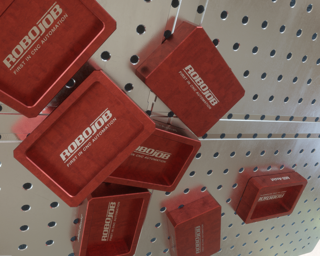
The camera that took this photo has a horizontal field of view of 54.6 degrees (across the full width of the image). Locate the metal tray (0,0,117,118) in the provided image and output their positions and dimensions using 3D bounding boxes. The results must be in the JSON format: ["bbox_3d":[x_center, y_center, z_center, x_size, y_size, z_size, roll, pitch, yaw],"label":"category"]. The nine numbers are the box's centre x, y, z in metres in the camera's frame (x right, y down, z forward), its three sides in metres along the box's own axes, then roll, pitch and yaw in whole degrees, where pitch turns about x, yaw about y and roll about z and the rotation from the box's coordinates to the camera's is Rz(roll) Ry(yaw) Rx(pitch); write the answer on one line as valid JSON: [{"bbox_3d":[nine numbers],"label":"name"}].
[{"bbox_3d":[-0.117,-0.083,0.292,0.130,0.030,0.090,-47,129,4],"label":"metal tray"}]

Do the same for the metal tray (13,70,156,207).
[{"bbox_3d":[-0.080,0.011,0.343,0.130,0.030,0.090,-45,98,3],"label":"metal tray"}]

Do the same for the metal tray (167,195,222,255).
[{"bbox_3d":[0.064,0.190,0.559,0.091,0.030,0.129,-19,126,-18],"label":"metal tray"}]

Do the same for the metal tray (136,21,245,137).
[{"bbox_3d":[0.044,-0.057,0.396,0.090,0.030,0.130,-45,129,3],"label":"metal tray"}]

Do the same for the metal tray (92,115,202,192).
[{"bbox_3d":[-0.017,0.036,0.419,0.131,0.030,0.090,17,109,-35],"label":"metal tray"}]

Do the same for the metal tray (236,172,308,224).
[{"bbox_3d":[0.221,0.136,0.611,0.131,0.030,0.089,-1,119,-28],"label":"metal tray"}]

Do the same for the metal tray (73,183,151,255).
[{"bbox_3d":[-0.072,0.140,0.454,0.091,0.030,0.129,0,118,-29],"label":"metal tray"}]
